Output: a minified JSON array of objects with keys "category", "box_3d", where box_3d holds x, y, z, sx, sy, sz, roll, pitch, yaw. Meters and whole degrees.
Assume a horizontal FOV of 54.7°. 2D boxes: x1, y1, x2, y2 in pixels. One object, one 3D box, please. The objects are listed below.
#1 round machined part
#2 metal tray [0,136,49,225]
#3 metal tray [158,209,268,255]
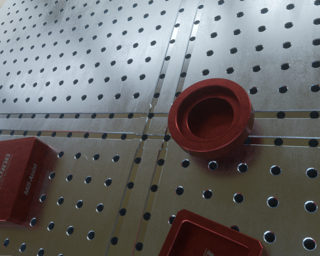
[{"category":"round machined part","box_3d":[0.062,-0.008,0.370,0.098,0.042,0.098,-13,56,21]},{"category":"metal tray","box_3d":[-0.233,0.080,0.478,0.090,0.030,0.130,-7,58,24]},{"category":"metal tray","box_3d":[0.035,0.154,0.291,0.090,0.030,0.130,15,69,34]}]
